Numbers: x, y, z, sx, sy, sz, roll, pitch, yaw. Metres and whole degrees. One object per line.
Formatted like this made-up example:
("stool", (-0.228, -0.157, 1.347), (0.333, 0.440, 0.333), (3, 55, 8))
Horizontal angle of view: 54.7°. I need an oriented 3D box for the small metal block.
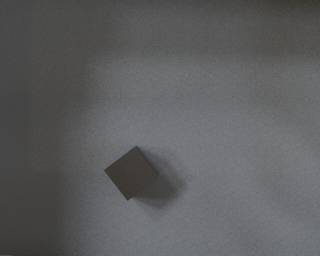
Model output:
("small metal block", (-0.037, 0.059, 0.411), (0.050, 0.025, 0.050), (-37, 90, 0))
